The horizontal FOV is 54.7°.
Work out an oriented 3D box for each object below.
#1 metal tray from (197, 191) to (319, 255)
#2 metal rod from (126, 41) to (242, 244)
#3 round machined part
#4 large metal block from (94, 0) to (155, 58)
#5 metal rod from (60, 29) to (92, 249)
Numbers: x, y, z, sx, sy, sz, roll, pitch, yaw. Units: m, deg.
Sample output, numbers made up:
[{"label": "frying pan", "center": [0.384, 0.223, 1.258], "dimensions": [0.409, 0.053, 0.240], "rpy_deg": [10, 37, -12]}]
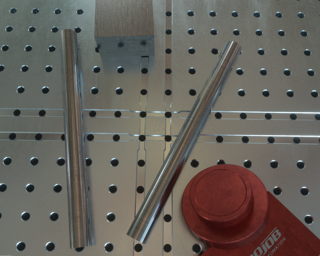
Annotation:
[{"label": "metal tray", "center": [0.109, 0.149, 0.356], "dimensions": [0.130, 0.030, 0.090], "rpy_deg": [-41, 75, -14]}, {"label": "metal rod", "center": [0.040, 0.006, 0.410], "dimensions": [0.025, 0.025, 0.300], "rpy_deg": [26, 72, 9]}, {"label": "round machined part", "center": [0.072, 0.082, 0.353], "dimensions": [0.098, 0.042, 0.098], "rpy_deg": [-12, 48, 14]}, {"label": "large metal block", "center": [-0.050, -0.153, 0.454], "dimensions": [0.081, 0.050, 0.080], "rpy_deg": [-2, 70, -1]}, {"label": "metal rod", "center": [-0.114, 0.000, 0.410], "dimensions": [0.025, 0.025, 0.299], "rpy_deg": [-8, 70, -3]}]
